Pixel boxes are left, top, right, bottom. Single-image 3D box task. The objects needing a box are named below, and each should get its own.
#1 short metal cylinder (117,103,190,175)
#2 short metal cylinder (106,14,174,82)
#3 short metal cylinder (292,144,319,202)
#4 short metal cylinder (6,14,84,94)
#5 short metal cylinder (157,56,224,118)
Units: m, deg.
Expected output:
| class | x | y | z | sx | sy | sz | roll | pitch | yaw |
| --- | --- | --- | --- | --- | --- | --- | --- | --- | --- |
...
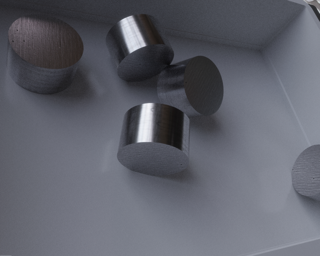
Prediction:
| class | x | y | z | sx | sy | sz | roll | pitch | yaw |
| --- | --- | --- | --- | --- | --- | --- | --- | --- | --- |
| short metal cylinder | -0.006 | 0.015 | 0.359 | 0.081 | 0.080 | 0.050 | 18 | 55 | -19 |
| short metal cylinder | -0.028 | -0.107 | 0.422 | 0.081 | 0.080 | 0.050 | -10 | 67 | -33 |
| short metal cylinder | 0.247 | 0.071 | 0.463 | 0.050 | 0.080 | 0.080 | 23 | 53 | -15 |
| short metal cylinder | -0.137 | -0.087 | 0.369 | 0.081 | 0.050 | 0.080 | 14 | 56 | -21 |
| short metal cylinder | 0.043 | -0.054 | 0.428 | 0.081 | 0.050 | 0.080 | 5 | 82 | -41 |
